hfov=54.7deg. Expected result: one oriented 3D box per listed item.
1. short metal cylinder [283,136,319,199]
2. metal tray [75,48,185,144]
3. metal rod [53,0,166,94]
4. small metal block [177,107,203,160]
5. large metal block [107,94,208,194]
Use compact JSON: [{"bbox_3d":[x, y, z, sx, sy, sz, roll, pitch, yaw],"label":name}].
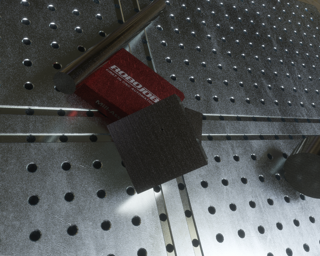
[{"bbox_3d":[0.236,0.059,0.467,0.080,0.080,0.050,49,51,6],"label":"short metal cylinder"},{"bbox_3d":[-0.040,-0.049,0.414,0.130,0.030,0.090,37,51,-4],"label":"metal tray"},{"bbox_3d":[-0.048,-0.129,0.425,0.025,0.025,0.301,35,40,-5],"label":"metal rod"},{"bbox_3d":[0.031,0.010,0.405,0.025,0.050,0.050,20,54,-17],"label":"small metal block"},{"bbox_3d":[0.000,0.017,0.346,0.080,0.080,0.050,66,8,2],"label":"large metal block"}]
